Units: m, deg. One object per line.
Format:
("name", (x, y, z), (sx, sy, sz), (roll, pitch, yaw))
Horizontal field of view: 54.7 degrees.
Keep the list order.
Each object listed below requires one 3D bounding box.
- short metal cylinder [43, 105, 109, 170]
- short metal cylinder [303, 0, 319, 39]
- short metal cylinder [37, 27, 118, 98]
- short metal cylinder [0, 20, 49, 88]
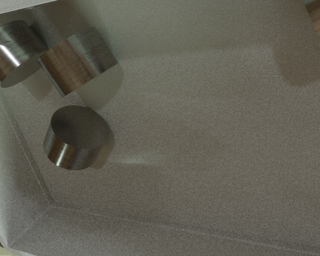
("short metal cylinder", (-0.120, 0.013, 0.445), (0.080, 0.080, 0.050), (37, 129, 3))
("short metal cylinder", (0.146, -0.097, 0.236), (0.050, 0.080, 0.080), (-23, 106, 36))
("short metal cylinder", (-0.099, -0.079, 0.376), (0.080, 0.080, 0.050), (-22, 107, 36))
("short metal cylinder", (-0.195, -0.098, 0.415), (0.080, 0.080, 0.050), (-32, 101, 38))
